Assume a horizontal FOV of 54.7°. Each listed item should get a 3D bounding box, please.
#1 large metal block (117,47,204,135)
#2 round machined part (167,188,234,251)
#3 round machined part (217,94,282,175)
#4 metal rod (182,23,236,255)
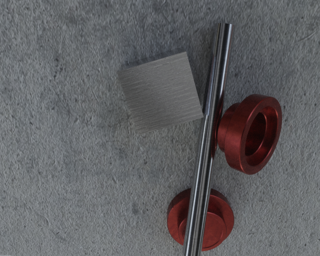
[{"bbox_3d":[0.002,-0.046,0.379,0.080,0.050,0.080,-16,110,5],"label":"large metal block"},{"bbox_3d":[0.060,0.139,0.453,0.099,0.042,0.097,0,110,0],"label":"round machined part"},{"bbox_3d":[0.108,0.005,0.386,0.099,0.042,0.097,-19,118,-40],"label":"round machined part"},{"bbox_3d":[0.060,0.024,0.392,0.025,0.025,0.298,6,100,-3],"label":"metal rod"}]
